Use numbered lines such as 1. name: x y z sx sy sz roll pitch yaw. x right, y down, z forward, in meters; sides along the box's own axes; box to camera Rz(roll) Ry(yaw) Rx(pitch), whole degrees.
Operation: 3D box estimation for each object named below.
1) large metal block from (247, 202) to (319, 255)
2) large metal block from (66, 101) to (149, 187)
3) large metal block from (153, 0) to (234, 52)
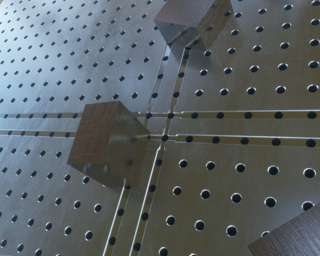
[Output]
1. large metal block: 0.132 0.116 0.251 0.080 0.050 0.080 -34 52 6
2. large metal block: -0.060 0.023 0.389 0.050 0.080 0.080 -4 60 26
3. large metal block: 0.051 -0.169 0.468 0.080 0.050 0.080 24 75 36
